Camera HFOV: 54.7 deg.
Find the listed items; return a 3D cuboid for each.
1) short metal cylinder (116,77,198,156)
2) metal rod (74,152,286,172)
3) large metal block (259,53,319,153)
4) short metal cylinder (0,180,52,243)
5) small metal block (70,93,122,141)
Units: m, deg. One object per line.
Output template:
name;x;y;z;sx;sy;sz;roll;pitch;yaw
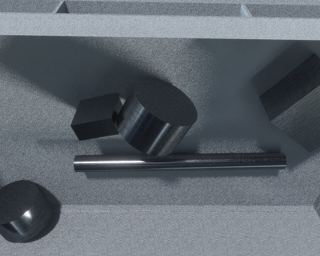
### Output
short metal cylinder;-0.004;-0.014;0.361;0.080;0.080;0.050;21;127;-17
metal rod;0.029;0.050;0.452;0.302;0.025;0.025;-1;130;0
large metal block;0.183;-0.028;0.372;0.080;0.050;0.080;32;123;-25
short metal cylinder;-0.217;0.127;0.478;0.080;0.080;0.050;-9;130;7
small metal block;-0.075;-0.014;0.379;0.050;0.050;0.025;-10;130;10
